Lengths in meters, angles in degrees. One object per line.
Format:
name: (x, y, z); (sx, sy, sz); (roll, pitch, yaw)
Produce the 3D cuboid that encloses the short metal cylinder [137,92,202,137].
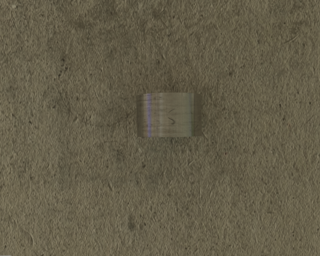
short metal cylinder: (0.011, -0.015, 0.384); (0.081, 0.080, 0.050); (-1, 90, -1)
